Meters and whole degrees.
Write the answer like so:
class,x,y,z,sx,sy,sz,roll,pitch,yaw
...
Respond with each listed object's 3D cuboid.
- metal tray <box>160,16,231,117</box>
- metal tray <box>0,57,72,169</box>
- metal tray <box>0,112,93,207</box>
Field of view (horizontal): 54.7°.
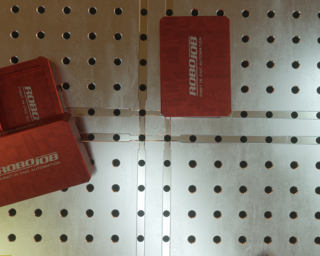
class,x,y,z,sx,sy,sz,roll,pitch,yaw
metal tray,0.046,-0.079,0.411,0.091,0.030,0.129,-1,90,-1
metal tray,-0.170,-0.018,0.408,0.091,0.030,0.129,-15,90,-1
metal tray,-0.163,0.041,0.393,0.131,0.030,0.089,-16,113,-1
